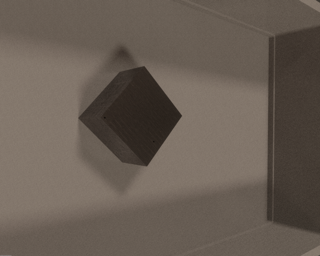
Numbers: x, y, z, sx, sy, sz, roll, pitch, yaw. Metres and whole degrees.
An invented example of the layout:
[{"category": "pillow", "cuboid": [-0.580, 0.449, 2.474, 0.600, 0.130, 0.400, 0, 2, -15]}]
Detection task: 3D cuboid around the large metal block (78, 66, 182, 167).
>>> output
[{"category": "large metal block", "cuboid": [-0.032, -0.013, 0.365, 0.080, 0.050, 0.080, 51, 60, -28]}]
